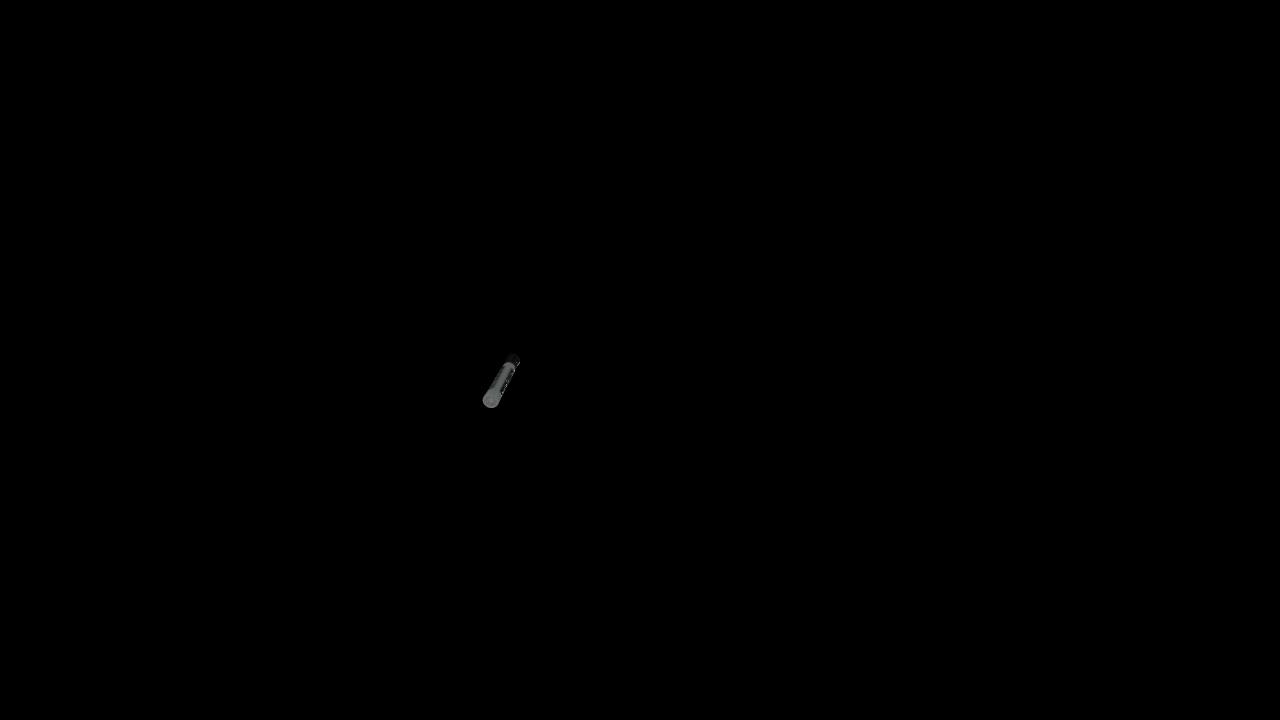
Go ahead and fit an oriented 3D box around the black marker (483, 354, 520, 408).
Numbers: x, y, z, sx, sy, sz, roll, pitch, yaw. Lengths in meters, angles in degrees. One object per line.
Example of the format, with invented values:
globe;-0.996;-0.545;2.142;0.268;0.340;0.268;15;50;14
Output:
black marker;-0.170;0.023;0.766;0.020;0.020;0.121;0;24;3
